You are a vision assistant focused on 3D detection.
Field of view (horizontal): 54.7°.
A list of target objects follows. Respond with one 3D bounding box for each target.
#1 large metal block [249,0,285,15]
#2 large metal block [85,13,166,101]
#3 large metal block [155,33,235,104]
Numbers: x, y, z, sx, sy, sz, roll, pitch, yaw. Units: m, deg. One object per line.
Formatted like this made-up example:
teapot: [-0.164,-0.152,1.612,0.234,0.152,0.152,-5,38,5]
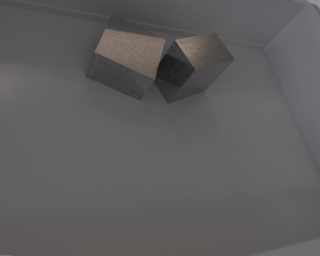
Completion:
large metal block: [0.244,-0.316,0.697,0.050,0.080,0.080,-4,64,-30]
large metal block: [-0.046,-0.096,0.423,0.080,0.050,0.080,23,53,-15]
large metal block: [0.045,-0.086,0.447,0.081,0.080,0.050,-22,74,-36]
